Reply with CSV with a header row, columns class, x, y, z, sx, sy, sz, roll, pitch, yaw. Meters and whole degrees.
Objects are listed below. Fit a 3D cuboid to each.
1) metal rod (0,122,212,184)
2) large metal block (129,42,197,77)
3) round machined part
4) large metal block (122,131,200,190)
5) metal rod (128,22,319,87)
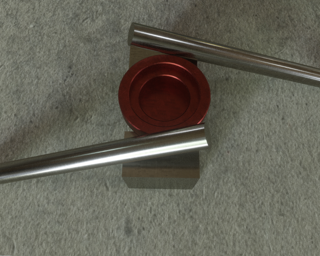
class,x,y,z,sx,sy,sz,roll,pitch,yaw
metal rod,-0.094,0.035,0.336,0.301,0.025,0.025,-12,69,19
large metal block,0.004,-0.072,0.406,0.081,0.080,0.050,1,70,0
round machined part,0.005,-0.030,0.349,0.099,0.042,0.098,0,70,-1
large metal block,0.001,0.041,0.365,0.081,0.080,0.050,1,70,0
metal rod,0.109,-0.083,0.384,0.302,0.025,0.025,7,69,-21
